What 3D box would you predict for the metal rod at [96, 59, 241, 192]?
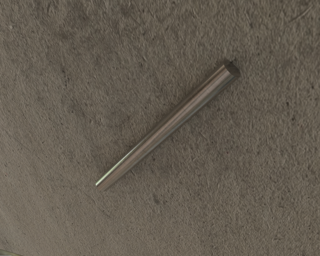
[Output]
[{"bbox_3d":[-0.009,0.015,0.422,0.025,0.025,0.299,45,129,-3],"label":"metal rod"}]
